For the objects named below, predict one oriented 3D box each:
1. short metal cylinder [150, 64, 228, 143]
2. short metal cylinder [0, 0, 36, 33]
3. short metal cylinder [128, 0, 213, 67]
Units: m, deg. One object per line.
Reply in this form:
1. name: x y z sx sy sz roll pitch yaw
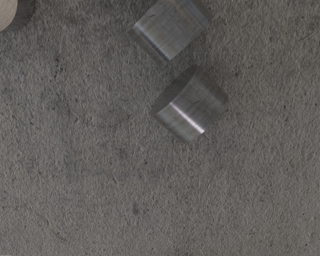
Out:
1. short metal cylinder: 0.034 -0.029 0.370 0.050 0.080 0.080 41 105 -14
2. short metal cylinder: -0.187 -0.146 0.341 0.081 0.050 0.079 0 110 0
3. short metal cylinder: 0.011 -0.114 0.338 0.080 0.080 0.050 -42 105 14
